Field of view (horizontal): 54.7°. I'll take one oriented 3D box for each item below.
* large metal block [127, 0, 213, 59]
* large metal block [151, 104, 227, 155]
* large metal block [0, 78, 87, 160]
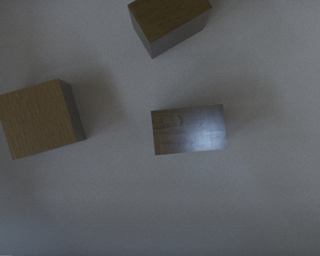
[{"bbox_3d":[0.011,-0.135,0.384,0.080,0.080,0.050,-30,90,0],"label":"large metal block"},{"bbox_3d":[0.032,0.002,0.384,0.080,0.080,0.050,-6,90,0],"label":"large metal block"},{"bbox_3d":[-0.150,-0.011,0.398,0.080,0.050,0.080,-16,90,0],"label":"large metal block"}]
